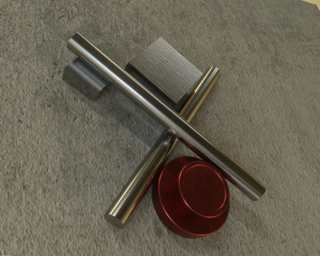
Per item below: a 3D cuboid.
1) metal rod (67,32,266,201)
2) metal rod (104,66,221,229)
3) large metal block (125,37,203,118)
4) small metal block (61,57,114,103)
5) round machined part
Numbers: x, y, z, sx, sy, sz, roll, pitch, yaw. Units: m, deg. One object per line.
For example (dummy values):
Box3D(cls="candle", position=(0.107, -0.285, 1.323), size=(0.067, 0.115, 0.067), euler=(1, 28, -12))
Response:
Box3D(cls="metal rod", position=(0.009, -0.013, 0.387), size=(0.300, 0.025, 0.025), euler=(40, 51, -2))
Box3D(cls="metal rod", position=(0.021, 0.003, 0.418), size=(0.025, 0.025, 0.301), euler=(38, 51, -3))
Box3D(cls="large metal block", position=(0.000, -0.068, 0.434), size=(0.080, 0.050, 0.080), euler=(41, 51, -1))
Box3D(cls="small metal block", position=(-0.089, -0.069, 0.401), size=(0.050, 0.025, 0.050), euler=(37, 51, -4))
Box3D(cls="round machined part", position=(0.043, 0.078, 0.371), size=(0.099, 0.042, 0.098), euler=(14, 56, -21))
